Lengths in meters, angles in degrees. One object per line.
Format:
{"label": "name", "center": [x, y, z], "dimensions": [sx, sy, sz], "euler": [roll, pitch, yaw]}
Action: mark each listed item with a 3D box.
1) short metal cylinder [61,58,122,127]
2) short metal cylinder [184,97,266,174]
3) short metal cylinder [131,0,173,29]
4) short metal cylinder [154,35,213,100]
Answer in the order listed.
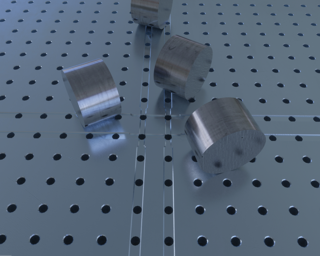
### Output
{"label": "short metal cylinder", "center": [-0.091, -0.046, 0.410], "dimensions": [0.050, 0.080, 0.080], "euler": [-23, 54, -18]}
{"label": "short metal cylinder", "center": [0.075, 0.010, 0.364], "dimensions": [0.081, 0.080, 0.050], "euler": [-13, 52, -11]}
{"label": "short metal cylinder", "center": [-0.013, -0.225, 0.561], "dimensions": [0.050, 0.080, 0.080], "euler": [17, 52, 13]}
{"label": "short metal cylinder", "center": [0.034, -0.087, 0.445], "dimensions": [0.050, 0.080, 0.080], "euler": [27, 55, 20]}
